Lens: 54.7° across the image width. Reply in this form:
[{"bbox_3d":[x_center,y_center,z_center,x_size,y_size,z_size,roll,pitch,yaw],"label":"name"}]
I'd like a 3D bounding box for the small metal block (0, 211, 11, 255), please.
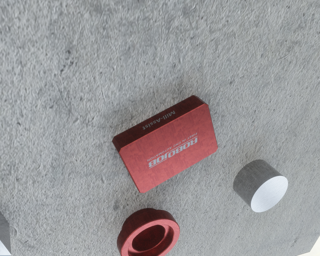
[{"bbox_3d":[-0.196,0.119,0.357,0.025,0.050,0.050,-22,127,-16],"label":"small metal block"}]

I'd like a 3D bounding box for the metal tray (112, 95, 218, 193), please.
[{"bbox_3d":[0.011,0.023,0.426,0.131,0.030,0.090,-28,129,-11],"label":"metal tray"}]

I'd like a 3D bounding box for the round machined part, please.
[{"bbox_3d":[-0.021,0.166,0.489,0.099,0.042,0.097,-14,125,-21],"label":"round machined part"}]

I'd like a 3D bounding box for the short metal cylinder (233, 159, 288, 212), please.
[{"bbox_3d":[0.180,0.104,0.556,0.081,0.050,0.079,-14,125,-21],"label":"short metal cylinder"}]
